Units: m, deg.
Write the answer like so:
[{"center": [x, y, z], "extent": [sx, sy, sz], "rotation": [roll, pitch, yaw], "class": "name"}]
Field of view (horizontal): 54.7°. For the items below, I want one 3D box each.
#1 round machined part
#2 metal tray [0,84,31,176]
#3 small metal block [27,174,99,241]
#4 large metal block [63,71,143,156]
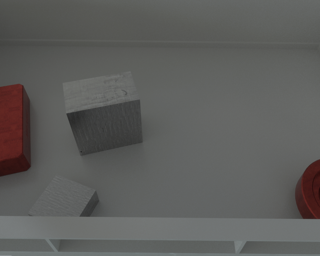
[{"center": [0.194, 0.082, 0.327], "extent": [0.099, 0.042, 0.098], "rotation": [0, 50, 0], "class": "round machined part"}, {"center": [-0.218, 0.003, 0.396], "extent": [0.091, 0.030, 0.130], "rotation": [-12, 51, -10], "class": "metal tray"}, {"center": [-0.102, 0.085, 0.333], "extent": [0.050, 0.025, 0.050], "rotation": [18, 52, 14], "class": "small metal block"}, {"center": [-0.068, -0.017, 0.383], "extent": [0.081, 0.080, 0.050], "rotation": [-12, 51, -10], "class": "large metal block"}]
